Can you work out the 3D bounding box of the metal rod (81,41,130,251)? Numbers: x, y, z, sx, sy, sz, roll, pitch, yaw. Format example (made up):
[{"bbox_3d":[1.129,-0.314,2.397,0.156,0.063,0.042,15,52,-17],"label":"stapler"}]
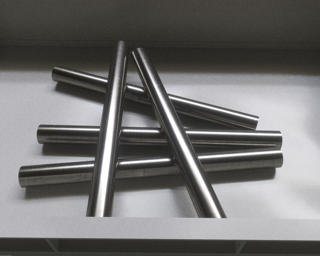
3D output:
[{"bbox_3d":[-0.059,-0.008,0.376,0.025,0.025,0.300,0,50,0],"label":"metal rod"}]

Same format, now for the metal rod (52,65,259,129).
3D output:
[{"bbox_3d":[-0.015,-0.043,0.438,0.301,0.025,0.025,16,52,12],"label":"metal rod"}]

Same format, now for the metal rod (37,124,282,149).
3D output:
[{"bbox_3d":[-0.001,0.012,0.392,0.302,0.025,0.025,2,50,1],"label":"metal rod"}]

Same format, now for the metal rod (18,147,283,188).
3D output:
[{"bbox_3d":[-0.007,0.046,0.365,0.302,0.025,0.025,-4,50,-4],"label":"metal rod"}]

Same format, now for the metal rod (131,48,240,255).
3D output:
[{"bbox_3d":[0.015,0.000,0.370,0.025,0.025,0.299,-14,51,-12],"label":"metal rod"}]
